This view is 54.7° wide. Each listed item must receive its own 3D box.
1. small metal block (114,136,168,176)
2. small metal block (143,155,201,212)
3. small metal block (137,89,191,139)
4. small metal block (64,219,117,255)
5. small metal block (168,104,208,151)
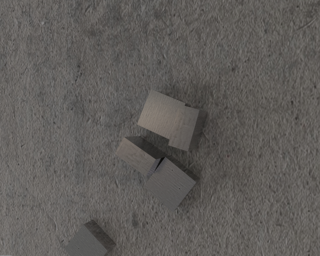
[{"bbox_3d":[-0.022,0.035,0.404,0.050,0.050,0.025,34,101,17],"label":"small metal block"},{"bbox_3d":[0.016,0.071,0.403,0.050,0.025,0.050,39,102,15],"label":"small metal block"},{"bbox_3d":[0.005,-0.018,0.407,0.050,0.025,0.050,25,98,18],"label":"small metal block"},{"bbox_3d":[-0.100,0.170,0.444,0.050,0.025,0.050,42,103,15],"label":"small metal block"},{"bbox_3d":[0.036,0.000,0.383,0.025,0.050,0.050,17,96,19],"label":"small metal block"}]
